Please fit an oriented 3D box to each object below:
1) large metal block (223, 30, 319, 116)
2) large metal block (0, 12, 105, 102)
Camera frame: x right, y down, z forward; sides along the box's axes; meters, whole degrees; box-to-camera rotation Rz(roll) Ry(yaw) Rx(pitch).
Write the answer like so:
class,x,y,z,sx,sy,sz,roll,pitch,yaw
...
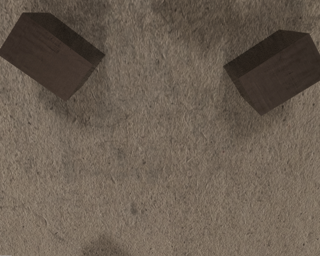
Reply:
class,x,y,z,sx,sy,sz,roll,pitch,yaw
large metal block,0.128,-0.067,0.358,0.080,0.080,0.050,-33,107,11
large metal block,-0.115,-0.083,0.348,0.080,0.080,0.050,37,106,-13
